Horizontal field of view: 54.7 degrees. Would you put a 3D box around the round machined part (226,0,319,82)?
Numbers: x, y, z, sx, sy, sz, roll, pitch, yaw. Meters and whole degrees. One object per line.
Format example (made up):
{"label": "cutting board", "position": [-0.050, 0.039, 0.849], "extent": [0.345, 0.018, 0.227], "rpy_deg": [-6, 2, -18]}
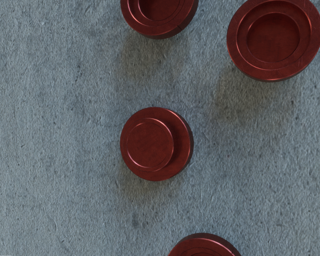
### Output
{"label": "round machined part", "position": [0.129, -0.101, 0.354], "extent": [0.098, 0.042, 0.097], "rpy_deg": [0, 90, 20]}

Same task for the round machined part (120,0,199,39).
{"label": "round machined part", "position": [0.002, -0.162, 0.399], "extent": [0.098, 0.042, 0.097], "rpy_deg": [0, 90, 20]}

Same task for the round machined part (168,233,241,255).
{"label": "round machined part", "position": [0.058, 0.177, 0.379], "extent": [0.098, 0.042, 0.097], "rpy_deg": [0, 90, 20]}

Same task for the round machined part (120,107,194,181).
{"label": "round machined part", "position": [-0.009, 0.021, 0.403], "extent": [0.098, 0.042, 0.097], "rpy_deg": [0, 90, 20]}
